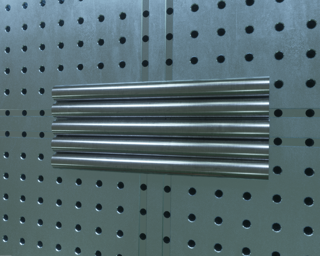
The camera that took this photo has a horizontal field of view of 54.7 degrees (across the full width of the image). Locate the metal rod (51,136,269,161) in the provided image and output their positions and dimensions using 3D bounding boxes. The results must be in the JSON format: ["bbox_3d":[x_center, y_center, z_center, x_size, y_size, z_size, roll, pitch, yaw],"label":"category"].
[{"bbox_3d":[-0.013,0.026,0.416,0.301,0.025,0.025,1,90,19],"label":"metal rod"}]

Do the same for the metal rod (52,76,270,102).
[{"bbox_3d":[-0.012,-0.050,0.416,0.301,0.025,0.025,1,90,19],"label":"metal rod"}]

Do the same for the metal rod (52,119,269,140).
[{"bbox_3d":[-0.013,0.001,0.416,0.301,0.025,0.025,1,90,19],"label":"metal rod"}]

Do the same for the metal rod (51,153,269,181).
[{"bbox_3d":[-0.013,0.050,0.416,0.301,0.025,0.025,0,90,19],"label":"metal rod"}]

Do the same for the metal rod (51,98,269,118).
[{"bbox_3d":[-0.013,-0.025,0.416,0.301,0.025,0.025,1,90,19],"label":"metal rod"}]
